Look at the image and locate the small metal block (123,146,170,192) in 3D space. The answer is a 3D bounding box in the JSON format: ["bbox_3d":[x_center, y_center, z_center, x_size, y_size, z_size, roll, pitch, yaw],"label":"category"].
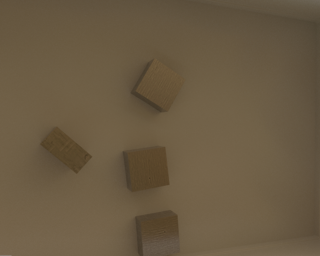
[{"bbox_3d":[-0.018,0.052,0.404,0.050,0.025,0.050,-7,93,-20],"label":"small metal block"}]

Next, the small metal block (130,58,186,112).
[{"bbox_3d":[-0.002,-0.055,0.409,0.050,0.025,0.050,32,80,-17],"label":"small metal block"}]

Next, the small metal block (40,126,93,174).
[{"bbox_3d":[-0.109,0.024,0.357,0.050,0.050,0.025,44,77,-15],"label":"small metal block"}]

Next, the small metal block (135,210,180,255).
[{"bbox_3d":[-0.003,0.140,0.410,0.050,0.025,0.050,-5,92,-20],"label":"small metal block"}]
